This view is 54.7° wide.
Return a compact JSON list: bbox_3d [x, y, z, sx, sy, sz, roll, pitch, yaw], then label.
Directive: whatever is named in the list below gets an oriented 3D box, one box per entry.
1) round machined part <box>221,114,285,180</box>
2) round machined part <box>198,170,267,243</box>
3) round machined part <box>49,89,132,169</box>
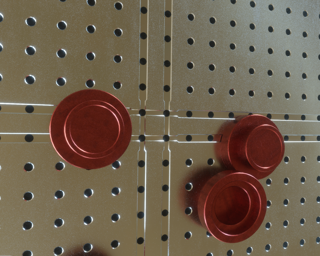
[{"bbox_3d":[0.143,0.029,0.458,0.099,0.042,0.097,0,90,-21],"label":"round machined part"},{"bbox_3d":[0.098,0.107,0.439,0.099,0.042,0.097,-1,94,-19],"label":"round machined part"},{"bbox_3d":[-0.081,0.001,0.374,0.099,0.042,0.097,0,90,-21],"label":"round machined part"}]
